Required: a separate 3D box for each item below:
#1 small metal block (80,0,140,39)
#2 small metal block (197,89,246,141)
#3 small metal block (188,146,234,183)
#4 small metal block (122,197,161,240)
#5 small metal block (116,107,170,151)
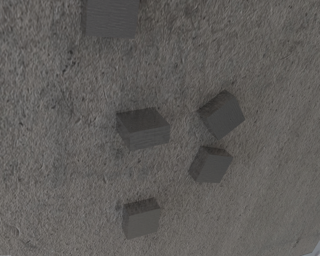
[{"bbox_3d":[-0.050,-0.118,0.306,0.050,0.025,0.050,-4,120,-27],"label":"small metal block"},{"bbox_3d":[0.088,-0.018,0.444,0.050,0.025,0.050,-38,129,-3],"label":"small metal block"},{"bbox_3d":[0.079,0.058,0.486,0.050,0.025,0.050,10,113,-33],"label":"small metal block"},{"bbox_3d":[-0.029,0.139,0.477,0.050,0.025,0.050,-7,122,-25],"label":"small metal block"},{"bbox_3d":[-0.022,0.000,0.379,0.050,0.050,0.025,-11,123,-22],"label":"small metal block"}]
